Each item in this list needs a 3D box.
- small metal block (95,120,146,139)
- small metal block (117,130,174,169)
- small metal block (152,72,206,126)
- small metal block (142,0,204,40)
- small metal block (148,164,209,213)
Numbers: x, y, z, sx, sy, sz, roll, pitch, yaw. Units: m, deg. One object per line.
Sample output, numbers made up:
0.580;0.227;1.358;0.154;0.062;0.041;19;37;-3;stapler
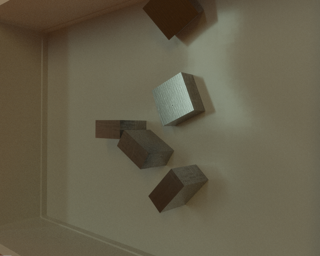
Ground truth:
-0.055;0.002;0.436;0.050;0.050;0.025;1;91;40;small metal block
-0.019;0.026;0.406;0.050;0.050;0.025;40;114;32;small metal block
0.022;-0.035;0.388;0.050;0.025;0.050;-28;73;36;small metal block
0.016;-0.146;0.379;0.050;0.025;0.050;-35;100;35;small metal block
0.022;0.072;0.372;0.025;0.050;0.050;52;120;27;small metal block
